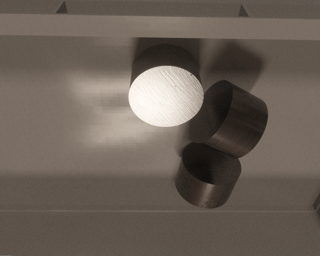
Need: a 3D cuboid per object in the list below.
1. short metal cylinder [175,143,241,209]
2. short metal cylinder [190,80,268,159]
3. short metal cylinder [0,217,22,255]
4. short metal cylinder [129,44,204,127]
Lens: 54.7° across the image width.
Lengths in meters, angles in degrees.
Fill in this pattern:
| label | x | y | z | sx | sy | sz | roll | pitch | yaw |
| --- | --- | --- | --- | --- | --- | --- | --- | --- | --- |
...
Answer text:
| label | x | y | z | sx | sy | sz | roll | pitch | yaw |
| --- | --- | --- | --- | --- | --- | --- | --- | --- | --- |
| short metal cylinder | 0.065 | 0.063 | 0.428 | 0.081 | 0.080 | 0.050 | 6 | 130 | -6 |
| short metal cylinder | 0.079 | -0.010 | 0.366 | 0.050 | 0.080 | 0.080 | 24 | 126 | -20 |
| short metal cylinder | -0.295 | 0.205 | 0.546 | 0.050 | 0.080 | 0.080 | -24 | 126 | 19 |
| short metal cylinder | 0.007 | -0.048 | 0.352 | 0.081 | 0.050 | 0.079 | 0 | 130 | 0 |
